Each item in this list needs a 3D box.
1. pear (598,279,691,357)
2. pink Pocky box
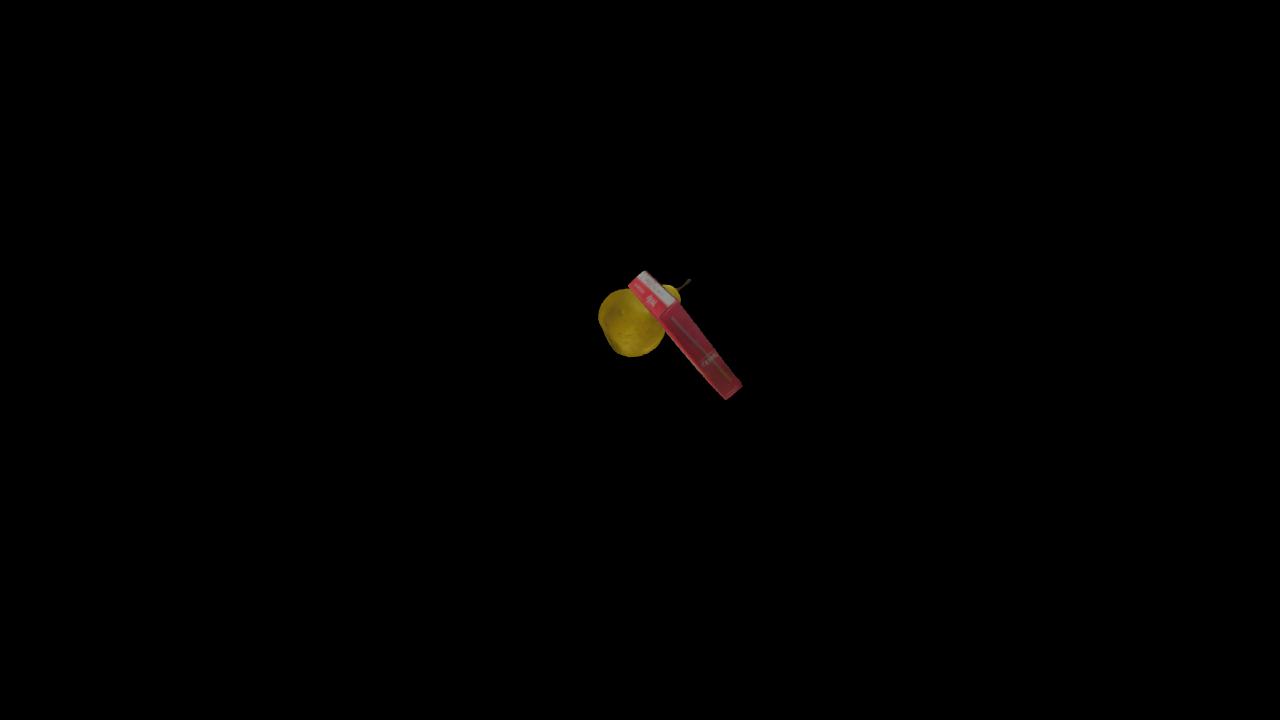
[{"bbox_3d":[0.010,-0.054,0.690,0.111,0.080,0.080,-29,4,-7],"label":"pear"},{"bbox_3d":[0.052,-0.026,0.680,0.155,0.029,0.084,47,3,-39],"label":"pink Pocky box"}]
